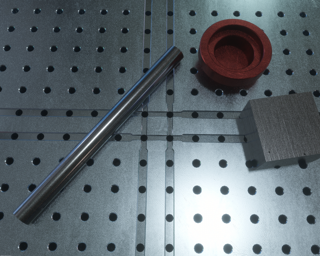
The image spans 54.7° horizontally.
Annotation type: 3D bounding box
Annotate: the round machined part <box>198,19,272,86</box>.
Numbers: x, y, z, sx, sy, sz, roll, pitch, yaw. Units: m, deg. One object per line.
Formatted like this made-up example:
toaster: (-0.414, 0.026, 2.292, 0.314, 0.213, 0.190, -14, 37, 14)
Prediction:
round machined part: (0.103, -0.102, 0.441, 0.099, 0.042, 0.098, 0, 70, 0)

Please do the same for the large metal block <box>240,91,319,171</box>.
large metal block: (0.157, 0.005, 0.398, 0.081, 0.050, 0.080, -8, 70, -3)

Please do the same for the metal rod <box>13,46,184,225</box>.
metal rod: (-0.071, -0.001, 0.411, 0.025, 0.025, 0.301, 38, 74, 12)
